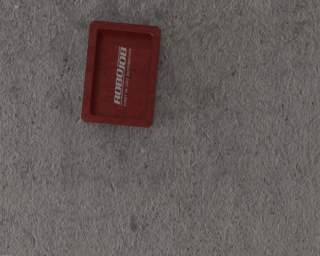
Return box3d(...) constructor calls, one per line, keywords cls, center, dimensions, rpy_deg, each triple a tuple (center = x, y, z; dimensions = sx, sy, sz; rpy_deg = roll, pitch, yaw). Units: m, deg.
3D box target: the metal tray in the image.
box3d(cls="metal tray", center=(-0.049, -0.068, 0.407), dimensions=(0.090, 0.030, 0.129), rpy_deg=(5, 90, 0))
